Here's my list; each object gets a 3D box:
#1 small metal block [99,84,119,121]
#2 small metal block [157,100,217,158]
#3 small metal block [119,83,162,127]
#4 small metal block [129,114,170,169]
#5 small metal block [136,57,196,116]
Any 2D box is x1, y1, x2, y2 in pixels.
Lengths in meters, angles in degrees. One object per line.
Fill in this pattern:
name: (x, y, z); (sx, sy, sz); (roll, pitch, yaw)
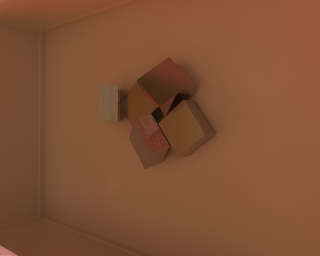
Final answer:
small metal block: (-0.072, -0.034, 0.444); (0.050, 0.025, 0.050); (-177, 88, -83)
small metal block: (0.032, 0.001, 0.377); (0.050, 0.025, 0.050); (-43, 64, 31)
small metal block: (-0.023, -0.031, 0.421); (0.050, 0.025, 0.050); (-45, 64, 30)
small metal block: (-0.015, 0.018, 0.400); (0.050, 0.025, 0.050); (60, 155, 22)
small metal block: (0.008, -0.051, 0.381); (0.050, 0.025, 0.050); (-37, 62, -5)
